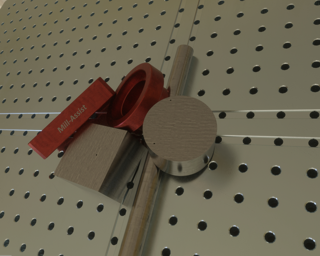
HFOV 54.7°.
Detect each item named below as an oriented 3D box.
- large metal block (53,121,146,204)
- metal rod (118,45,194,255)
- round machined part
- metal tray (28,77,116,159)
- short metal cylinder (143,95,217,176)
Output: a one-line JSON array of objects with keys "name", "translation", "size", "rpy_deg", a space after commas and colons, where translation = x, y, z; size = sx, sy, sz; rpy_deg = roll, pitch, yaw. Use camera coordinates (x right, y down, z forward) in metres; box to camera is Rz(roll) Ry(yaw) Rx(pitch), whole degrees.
[{"name": "large metal block", "translation": [-0.078, 0.043, 0.407], "size": [0.080, 0.050, 0.080], "rpy_deg": [11, 67, 32]}, {"name": "metal rod", "translation": [0.001, 0.016, 0.398], "size": [0.025, 0.025, 0.300], "rpy_deg": [1, 62, 29]}, {"name": "round machined part", "translation": [-0.026, -0.035, 0.416], "size": [0.098, 0.042, 0.098], "rpy_deg": [-37, 36, 34]}, {"name": "metal tray", "translation": [-0.123, -0.018, 0.449], "size": [0.130, 0.030, 0.090], "rpy_deg": [-44, 13, -2]}, {"name": "short metal cylinder", "translation": [0.023, 0.010, 0.357], "size": [0.080, 0.050, 0.080], "rpy_deg": [-2, 64, 4]}]
